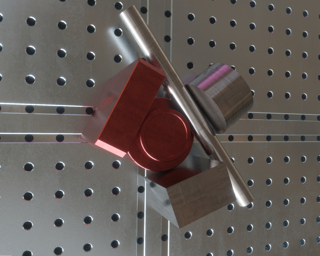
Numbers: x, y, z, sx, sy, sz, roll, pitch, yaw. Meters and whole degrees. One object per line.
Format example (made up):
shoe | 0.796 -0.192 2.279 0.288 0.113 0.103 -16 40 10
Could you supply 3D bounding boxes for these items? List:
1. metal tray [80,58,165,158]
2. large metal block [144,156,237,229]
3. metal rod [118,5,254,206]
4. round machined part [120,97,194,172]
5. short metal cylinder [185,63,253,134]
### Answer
metal tray | -0.047 -0.020 0.340 0.030 0.130 0.090 29 80 -18
large metal block | 0.036 0.077 0.398 0.081 0.080 0.050 -20 97 -19
metal rod | 0.041 -0.020 0.406 0.025 0.025 0.299 -37 102 -16
round machined part | 0.001 0.009 0.405 0.099 0.042 0.097 0 90 -21
short metal cylinder | 0.075 -0.039 0.411 0.050 0.080 0.080 -39 103 -16
